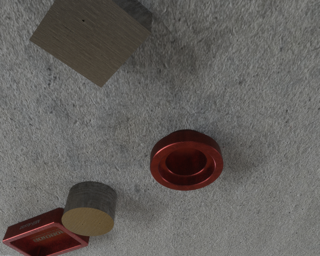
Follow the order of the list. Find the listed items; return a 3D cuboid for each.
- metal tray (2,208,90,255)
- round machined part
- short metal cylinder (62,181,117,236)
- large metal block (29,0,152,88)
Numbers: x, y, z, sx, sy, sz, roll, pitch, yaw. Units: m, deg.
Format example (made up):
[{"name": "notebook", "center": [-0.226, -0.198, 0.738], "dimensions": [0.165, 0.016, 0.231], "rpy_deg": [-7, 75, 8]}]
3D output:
[{"name": "metal tray", "center": [-0.207, 0.200, 0.571], "dimensions": [0.130, 0.030, 0.090], "rpy_deg": [-23, 127, 18]}, {"name": "round machined part", "center": [0.036, 0.040, 0.431], "dimensions": [0.099, 0.042, 0.097], "rpy_deg": [0, 130, 0]}, {"name": "short metal cylinder", "center": [-0.112, 0.131, 0.502], "dimensions": [0.081, 0.050, 0.079], "rpy_deg": [0, 130, 0]}, {"name": "large metal block", "center": [-0.065, -0.101, 0.305], "dimensions": [0.080, 0.050, 0.080], "rpy_deg": [34, 122, -26]}]
